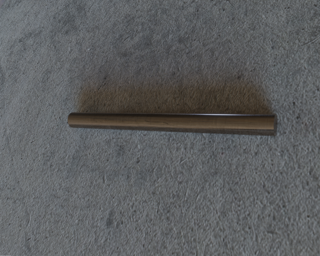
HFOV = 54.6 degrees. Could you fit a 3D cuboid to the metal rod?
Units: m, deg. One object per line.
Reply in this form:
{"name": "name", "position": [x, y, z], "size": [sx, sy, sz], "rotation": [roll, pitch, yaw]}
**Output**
{"name": "metal rod", "position": [-0.004, -0.008, 0.413], "size": [0.300, 0.025, 0.025], "rotation": [2, 63, 29]}
